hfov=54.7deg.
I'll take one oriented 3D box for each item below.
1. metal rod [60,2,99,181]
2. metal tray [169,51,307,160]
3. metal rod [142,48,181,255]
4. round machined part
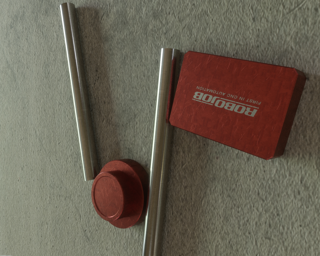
[{"bbox_3d":[-0.133,-0.064,0.511,0.025,0.025,0.298,-17,79,38],"label":"metal rod"},{"bbox_3d":[0.077,-0.029,0.337,0.130,0.030,0.089,21,103,37],"label":"metal tray"},{"bbox_3d":[0.000,0.049,0.403,0.025,0.025,0.298,9,96,39],"label":"metal rod"},{"bbox_3d":[-0.060,0.094,0.441,0.098,0.042,0.097,0,90,39],"label":"round machined part"}]
